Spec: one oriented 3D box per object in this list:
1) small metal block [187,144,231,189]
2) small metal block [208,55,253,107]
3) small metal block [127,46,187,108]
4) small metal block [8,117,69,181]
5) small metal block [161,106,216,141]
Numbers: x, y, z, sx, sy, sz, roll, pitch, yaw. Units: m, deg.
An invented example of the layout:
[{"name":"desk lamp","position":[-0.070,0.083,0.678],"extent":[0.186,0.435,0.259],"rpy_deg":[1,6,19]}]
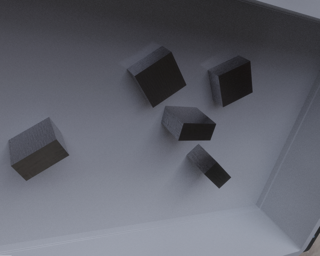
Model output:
[{"name":"small metal block","position":[0.074,0.058,0.471],"extent":[0.025,0.050,0.050],"rpy_deg":[-44,130,2]},{"name":"small metal block","position":[0.097,-0.064,0.424],"extent":[0.050,0.025,0.050],"rpy_deg":[-27,128,-12]},{"name":"small metal block","position":[-0.003,-0.061,0.371],"extent":[0.050,0.025,0.050],"rpy_deg":[-35,129,-6]},{"name":"small metal block","position":[-0.132,0.021,0.334],"extent":[0.050,0.050,0.025],"rpy_deg":[-32,129,-8]},{"name":"small metal block","position":[0.037,-0.007,0.410],"extent":[0.050,0.050,0.025],"rpy_deg":[1,118,-29]}]
